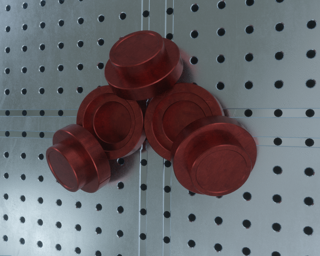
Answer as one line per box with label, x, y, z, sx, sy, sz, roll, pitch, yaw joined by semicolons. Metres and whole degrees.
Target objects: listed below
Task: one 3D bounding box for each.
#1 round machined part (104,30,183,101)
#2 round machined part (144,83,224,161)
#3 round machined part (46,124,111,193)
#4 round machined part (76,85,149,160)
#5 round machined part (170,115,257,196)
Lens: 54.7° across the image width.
round machined part;-0.024;-0.084;0.384;0.098;0.042;0.098;-9;49;12
round machined part;0.033;-0.006;0.391;0.098;0.042;0.097;0;90;19
round machined part;-0.116;0.047;0.418;0.098;0.042;0.097;24;130;32
round machined part;-0.060;-0.007;0.423;0.098;0.042;0.097;0;90;19
round machined part;0.064;0.038;0.352;0.099;0.042;0.097;-4;117;-7
